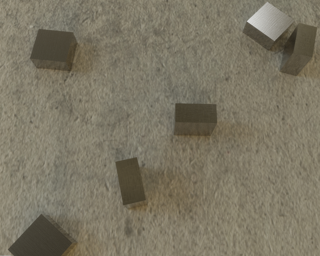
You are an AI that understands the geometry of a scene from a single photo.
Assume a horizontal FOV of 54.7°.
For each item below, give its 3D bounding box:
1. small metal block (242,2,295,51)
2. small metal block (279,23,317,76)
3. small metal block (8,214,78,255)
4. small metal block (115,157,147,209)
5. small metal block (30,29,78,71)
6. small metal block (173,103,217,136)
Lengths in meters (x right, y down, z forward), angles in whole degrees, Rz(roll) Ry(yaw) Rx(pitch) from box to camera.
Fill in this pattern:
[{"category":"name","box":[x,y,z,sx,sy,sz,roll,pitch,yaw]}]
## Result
[{"category":"small metal block","box":[0.163,-0.153,0.466,0.050,0.025,0.050,42,75,13]},{"category":"small metal block","box":[0.195,-0.110,0.437,0.025,0.050,0.050,16,71,5]},{"category":"small metal block","box":[-0.134,0.136,0.357,0.050,0.025,0.050,38,74,12]},{"category":"small metal block","box":[-0.033,0.067,0.370,0.025,0.050,0.050,-12,71,-5]},{"category":"small metal block","box":[-0.152,-0.112,0.447,0.050,0.025,0.050,6,70,2]},{"category":"small metal block","box":[0.044,-0.010,0.399,0.050,0.050,0.025,1,70,0]}]
